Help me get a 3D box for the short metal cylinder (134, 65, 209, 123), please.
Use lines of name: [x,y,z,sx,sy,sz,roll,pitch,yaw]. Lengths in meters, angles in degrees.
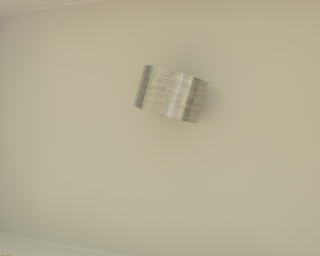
short metal cylinder: [0.013,-0.041,0.377,0.080,0.080,0.050,17,96,19]
